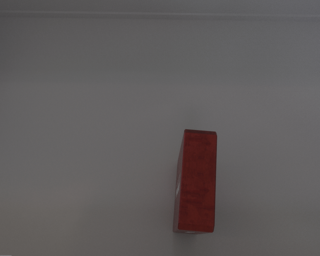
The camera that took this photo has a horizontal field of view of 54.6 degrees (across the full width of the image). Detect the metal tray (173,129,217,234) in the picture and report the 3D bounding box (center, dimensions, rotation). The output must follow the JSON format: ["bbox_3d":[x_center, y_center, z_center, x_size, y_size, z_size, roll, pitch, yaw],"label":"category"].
[{"bbox_3d":[0.034,0.064,0.331,0.030,0.130,0.090,5,70,2],"label":"metal tray"}]
